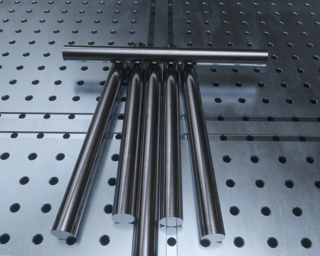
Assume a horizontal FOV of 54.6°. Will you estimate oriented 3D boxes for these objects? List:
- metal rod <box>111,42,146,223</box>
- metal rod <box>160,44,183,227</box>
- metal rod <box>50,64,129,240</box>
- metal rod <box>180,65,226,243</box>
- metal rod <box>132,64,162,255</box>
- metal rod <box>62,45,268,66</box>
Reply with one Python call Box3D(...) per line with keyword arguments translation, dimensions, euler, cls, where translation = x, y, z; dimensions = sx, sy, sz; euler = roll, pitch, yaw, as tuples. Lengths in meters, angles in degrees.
Box3D(translation=(-0.037, -0.019, 0.424), dimensions=(0.025, 0.025, 0.300), euler=(1, 50, 1), cls="metal rod")
Box3D(translation=(0.015, -0.016, 0.423), dimensions=(0.025, 0.025, 0.300), euler=(1, 50, 1), cls="metal rod")
Box3D(translation=(-0.079, -0.005, 0.410), dimensions=(0.025, 0.025, 0.300), euler=(6, 50, 5), cls="metal rod")
Box3D(translation=(0.048, -0.003, 0.411), dimensions=(0.025, 0.025, 0.300), euler=(-2, 50, -1), cls="metal rod")
Box3D(translation=(-0.012, 0.024, 0.388), dimensions=(0.025, 0.025, 0.300), euler=(1, 50, 1), cls="metal rod")
Box3D(translation=(0.007, -0.109, 0.467), dimensions=(0.302, 0.025, 0.025), euler=(1, 50, 1), cls="metal rod")
